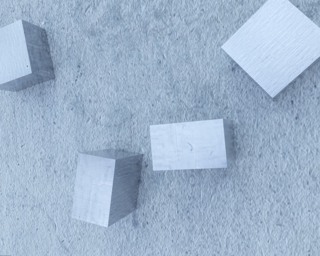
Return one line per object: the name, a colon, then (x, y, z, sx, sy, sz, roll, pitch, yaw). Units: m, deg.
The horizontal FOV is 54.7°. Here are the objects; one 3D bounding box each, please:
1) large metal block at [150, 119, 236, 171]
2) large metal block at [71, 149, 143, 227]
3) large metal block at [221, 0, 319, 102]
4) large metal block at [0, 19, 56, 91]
large metal block: (0.042, 0.018, 0.365, 0.080, 0.080, 0.050, -5, 88, 20)
large metal block: (-0.065, 0.072, 0.403, 0.050, 0.080, 0.079, 8, 93, 20)
large metal block: (0.130, -0.088, 0.350, 0.080, 0.050, 0.080, -44, 76, 14)
large metal block: (-0.216, -0.107, 0.472, 0.080, 0.050, 0.080, -14, 85, 19)
